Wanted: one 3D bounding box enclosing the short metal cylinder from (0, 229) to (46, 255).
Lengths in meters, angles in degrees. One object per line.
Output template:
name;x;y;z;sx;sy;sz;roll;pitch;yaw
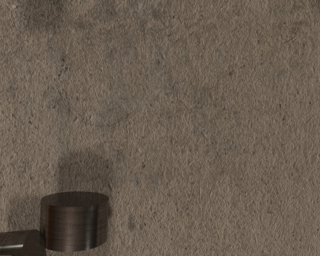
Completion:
short metal cylinder;-0.180;0.169;0.380;0.050;0.080;0.079;-5;90;0

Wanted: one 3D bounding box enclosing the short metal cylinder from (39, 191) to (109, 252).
short metal cylinder;-0.105;0.112;0.381;0.081;0.080;0.050;2;90;-1
